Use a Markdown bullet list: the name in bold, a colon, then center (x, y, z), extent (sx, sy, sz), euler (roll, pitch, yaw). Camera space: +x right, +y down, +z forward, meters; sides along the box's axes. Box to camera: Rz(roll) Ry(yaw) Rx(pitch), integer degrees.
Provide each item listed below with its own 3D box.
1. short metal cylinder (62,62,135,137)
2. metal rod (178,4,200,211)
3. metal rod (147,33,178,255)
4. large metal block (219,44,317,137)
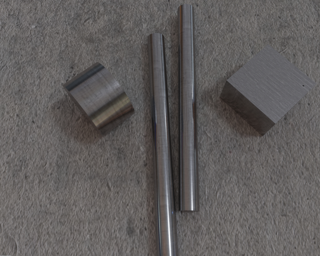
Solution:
- **short metal cylinder**: center (-0.077, -0.035, 0.391), extent (0.050, 0.080, 0.080), euler (-38, 75, -12)
- **metal rod**: center (0.037, -0.041, 0.423), extent (0.025, 0.025, 0.299), euler (1, 70, 0)
- **metal rod**: center (0.001, 0.008, 0.405), extent (0.025, 0.025, 0.299), euler (-3, 70, -1)
- **large metal block**: center (0.141, -0.050, 0.414), extent (0.080, 0.050, 0.080), euler (-41, 75, -14)
